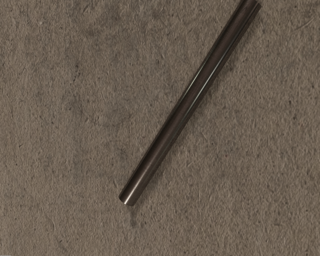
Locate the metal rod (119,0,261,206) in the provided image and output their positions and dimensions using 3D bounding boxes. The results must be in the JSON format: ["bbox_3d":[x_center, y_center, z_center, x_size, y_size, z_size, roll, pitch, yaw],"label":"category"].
[{"bbox_3d":[0.032,-0.026,0.396,0.025,0.025,0.299,35,101,16],"label":"metal rod"}]
